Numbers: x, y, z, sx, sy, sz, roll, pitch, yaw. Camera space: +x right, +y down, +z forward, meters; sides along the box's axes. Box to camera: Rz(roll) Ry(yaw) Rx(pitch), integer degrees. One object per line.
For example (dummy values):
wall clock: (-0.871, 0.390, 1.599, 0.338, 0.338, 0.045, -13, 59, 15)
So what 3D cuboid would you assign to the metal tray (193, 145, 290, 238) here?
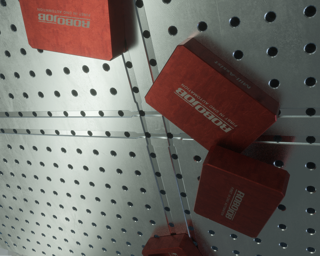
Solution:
metal tray: (0.094, 0.083, 0.386, 0.090, 0.030, 0.129, 20, 143, 15)

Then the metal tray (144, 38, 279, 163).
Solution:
metal tray: (0.057, -0.029, 0.359, 0.130, 0.030, 0.089, 38, 129, 2)

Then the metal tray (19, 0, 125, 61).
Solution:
metal tray: (-0.109, -0.138, 0.378, 0.130, 0.030, 0.089, 13, 124, 20)

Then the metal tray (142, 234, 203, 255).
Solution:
metal tray: (0.039, 0.246, 0.538, 0.090, 0.030, 0.130, -23, 107, 36)
